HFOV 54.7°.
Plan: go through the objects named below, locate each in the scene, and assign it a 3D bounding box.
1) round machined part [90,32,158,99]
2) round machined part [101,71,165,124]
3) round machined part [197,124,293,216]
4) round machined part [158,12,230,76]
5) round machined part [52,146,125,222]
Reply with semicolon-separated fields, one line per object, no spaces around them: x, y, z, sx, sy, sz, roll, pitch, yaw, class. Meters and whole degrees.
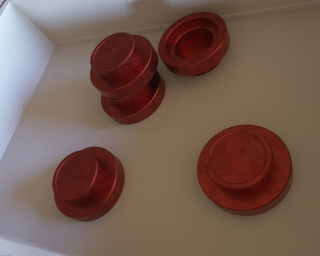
-0.055;-0.092;0.425;0.098;0.042;0.098;-13;56;20;round machined part
-0.045;-0.058;0.452;0.098;0.042;0.098;-13;56;20;round machined part
0.086;0.038;0.326;0.098;0.042;0.098;-13;56;20;round machined part
0.051;-0.112;0.436;0.098;0.042;0.098;-13;56;20;round machined part
-0.099;0.068;0.404;0.098;0.042;0.098;-13;56;20;round machined part
